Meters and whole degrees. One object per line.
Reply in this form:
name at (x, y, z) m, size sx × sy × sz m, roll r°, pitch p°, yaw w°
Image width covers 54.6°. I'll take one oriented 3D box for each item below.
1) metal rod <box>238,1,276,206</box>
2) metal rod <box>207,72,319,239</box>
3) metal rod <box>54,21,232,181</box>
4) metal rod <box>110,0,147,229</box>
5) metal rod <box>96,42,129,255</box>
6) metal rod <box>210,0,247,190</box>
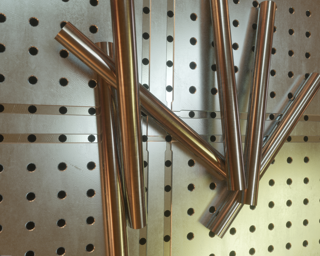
metal rod at (0.142, -0.041, 0.450) m, size 0.025 × 0.025 × 0.299 m, roll 11°, pitch 81°, yaw -20°
metal rod at (0.167, 0.034, 0.473) m, size 0.025 × 0.025 × 0.300 m, roll 41°, pitch 77°, yaw -16°
metal rod at (0.000, -0.018, 0.394) m, size 0.301 × 0.025 × 0.025 m, roll 40°, pitch 78°, yaw -23°
metal rod at (-0.035, -0.018, 0.356) m, size 0.025 × 0.025 × 0.298 m, roll -9°, pitch 109°, yaw -20°
metal rod at (-0.060, 0.044, 0.390) m, size 0.025 × 0.025 × 0.298 m, roll -4°, pitch 92°, yaw -20°
metal rod at (0.092, -0.066, 0.429) m, size 0.025 × 0.025 × 0.299 m, roll -3°, pitch 85°, yaw -20°
